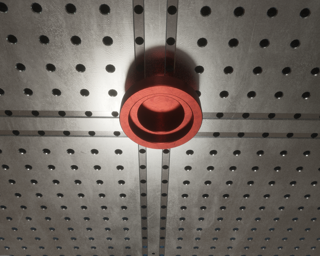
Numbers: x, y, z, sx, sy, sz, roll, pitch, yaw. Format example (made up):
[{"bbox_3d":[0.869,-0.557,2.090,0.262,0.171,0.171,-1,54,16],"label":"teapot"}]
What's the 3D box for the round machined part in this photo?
[{"bbox_3d":[0.001,-0.023,0.381,0.099,0.042,0.097,-1,130,0],"label":"round machined part"}]
